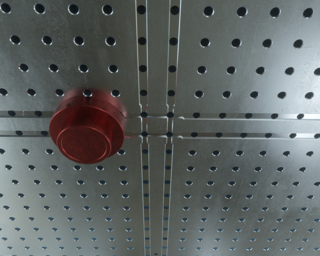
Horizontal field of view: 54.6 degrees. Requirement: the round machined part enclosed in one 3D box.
[{"bbox_3d":[-0.096,0.010,0.408,0.099,0.042,0.097,0,130,0],"label":"round machined part"}]
